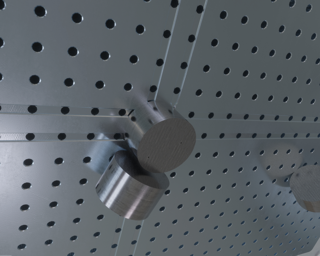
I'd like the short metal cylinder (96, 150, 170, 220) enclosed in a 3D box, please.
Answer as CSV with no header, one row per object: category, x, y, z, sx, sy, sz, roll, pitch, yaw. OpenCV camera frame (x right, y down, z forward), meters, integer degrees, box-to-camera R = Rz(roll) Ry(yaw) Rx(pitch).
short metal cylinder,-0.035,0.072,0.401,0.080,0.080,0.050,22,107,-36

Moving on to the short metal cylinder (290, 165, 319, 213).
short metal cylinder,0.307,0.121,0.618,0.080,0.080,0.050,-41,130,-1

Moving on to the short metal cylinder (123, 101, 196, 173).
short metal cylinder,-0.001,0.011,0.401,0.081,0.050,0.079,-14,124,-21
